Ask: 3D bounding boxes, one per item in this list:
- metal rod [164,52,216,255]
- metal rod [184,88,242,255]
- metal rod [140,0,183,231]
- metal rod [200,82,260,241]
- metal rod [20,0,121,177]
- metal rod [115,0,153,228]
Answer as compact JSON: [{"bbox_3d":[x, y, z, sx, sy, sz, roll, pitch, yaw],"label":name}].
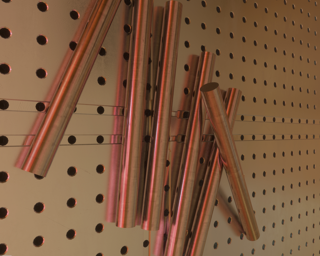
[{"bbox_3d":[0.045,0.035,0.445,0.025,0.025,0.299,18,79,-39],"label":"metal rod"},{"bbox_3d":[0.080,0.079,0.474,0.025,0.025,0.299,27,73,-37],"label":"metal rod"},{"bbox_3d":[0.003,-0.020,0.410,0.025,0.025,0.299,10,84,-40],"label":"metal rod"},{"bbox_3d":[0.113,0.068,0.472,0.025,0.025,0.299,-42,125,-31],"label":"metal rod"},{"bbox_3d":[-0.077,-0.092,0.342,0.025,0.025,0.299,30,71,-36],"label":"metal rod"},{"bbox_3d":[-0.031,-0.032,0.382,0.025,0.025,0.299,7,86,-40],"label":"metal rod"}]
